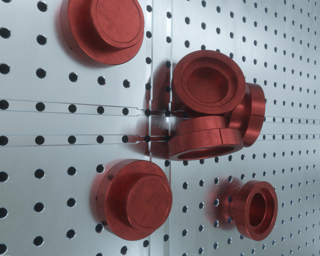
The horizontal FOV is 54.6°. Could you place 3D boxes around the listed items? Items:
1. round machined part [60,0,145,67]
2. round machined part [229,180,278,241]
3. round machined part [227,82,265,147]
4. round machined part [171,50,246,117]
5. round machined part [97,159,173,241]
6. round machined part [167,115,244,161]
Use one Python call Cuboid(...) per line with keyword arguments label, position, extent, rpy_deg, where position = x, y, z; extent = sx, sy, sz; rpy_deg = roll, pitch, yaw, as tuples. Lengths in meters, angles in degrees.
Cuboid(label="round machined part", position=(-0.056, -0.120, 0.350), extent=(0.099, 0.042, 0.097), rpy_deg=(0, 90, -40))
Cuboid(label="round machined part", position=(0.156, 0.137, 0.527), extent=(0.099, 0.042, 0.097), rpy_deg=(0, 90, -40))
Cuboid(label="round machined part", position=(0.117, -0.021, 0.470), extent=(0.042, 0.098, 0.098), rpy_deg=(8, 84, -6))
Cuboid(label="round machined part", position=(0.064, -0.055, 0.429), extent=(0.099, 0.042, 0.098), rpy_deg=(2, 69, -5))
Cuboid(label="round machined part", position=(-0.023, 0.088, 0.378), extent=(0.099, 0.042, 0.097), rpy_deg=(0, 90, -40))
Cuboid(label="round machined part", position=(0.058, 0.013, 0.412), extent=(0.099, 0.098, 0.042), rpy_deg=(5, 70, -40))
